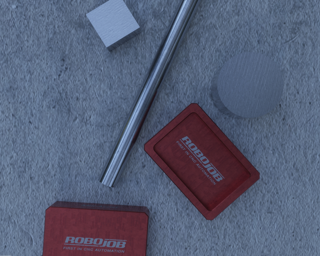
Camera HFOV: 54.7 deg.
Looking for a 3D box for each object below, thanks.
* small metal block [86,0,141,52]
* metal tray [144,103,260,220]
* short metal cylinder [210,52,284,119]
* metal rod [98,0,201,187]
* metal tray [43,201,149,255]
[{"bbox_3d":[-0.060,-0.137,0.409,0.050,0.025,0.050,-32,90,-1],"label":"small metal block"},{"bbox_3d":[0.053,0.043,0.408,0.090,0.030,0.130,-42,91,0],"label":"metal tray"},{"bbox_3d":[0.109,-0.052,0.399,0.081,0.050,0.079,0,90,-1],"label":"short metal cylinder"},{"bbox_3d":[-0.008,-0.063,0.409,0.025,0.025,0.299,25,90,-1],"label":"metal rod"},{"bbox_3d":[-0.082,0.148,0.407,0.131,0.030,0.089,4,90,-1],"label":"metal tray"}]
